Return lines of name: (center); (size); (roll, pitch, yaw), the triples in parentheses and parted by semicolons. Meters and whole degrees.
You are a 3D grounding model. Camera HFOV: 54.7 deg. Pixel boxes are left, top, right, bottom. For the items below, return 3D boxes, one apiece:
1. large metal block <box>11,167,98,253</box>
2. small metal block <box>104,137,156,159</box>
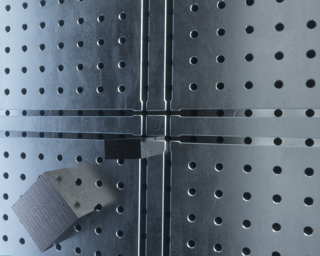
large metal block: (-0.153, 0.117, 0.452); (0.080, 0.050, 0.080); (-44, 77, 14)
small metal block: (-0.039, 0.027, 0.412); (0.050, 0.050, 0.025); (-3, 89, 19)
